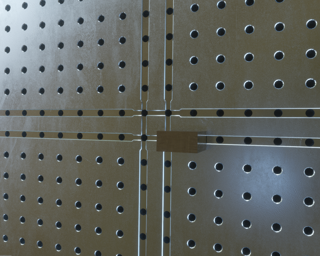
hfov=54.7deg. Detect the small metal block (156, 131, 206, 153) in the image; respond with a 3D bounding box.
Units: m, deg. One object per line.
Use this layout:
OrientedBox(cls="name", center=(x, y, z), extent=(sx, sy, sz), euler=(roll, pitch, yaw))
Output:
OrientedBox(cls="small metal block", center=(0.028, 0.016, 0.389), extent=(0.050, 0.050, 0.025), euler=(1, 91, 19))
